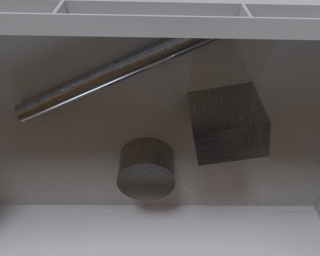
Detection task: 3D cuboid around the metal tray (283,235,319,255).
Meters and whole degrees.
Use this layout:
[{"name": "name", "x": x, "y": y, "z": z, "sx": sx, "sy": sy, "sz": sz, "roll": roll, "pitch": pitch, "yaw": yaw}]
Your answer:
[{"name": "metal tray", "x": 0.308, "y": 0.272, "z": 0.644, "sx": 0.091, "sy": 0.030, "sz": 0.129, "roll": -6, "pitch": 130, "yaw": 4}]

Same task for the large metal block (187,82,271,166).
[{"name": "large metal block", "x": 0.079, "y": -0.006, "z": 0.369, "sx": 0.080, "sy": 0.080, "sz": 0.050, "roll": -9, "pitch": 130, "yaw": 7}]

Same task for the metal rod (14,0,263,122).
[{"name": "metal rod", "x": -0.038, "y": -0.069, "z": 0.349, "sx": 0.301, "sy": 0.025, "sz": 0.025, "roll": -20, "pitch": 128, "yaw": 16}]

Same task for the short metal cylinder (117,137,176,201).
[{"name": "short metal cylinder", "x": -0.019, "y": 0.060, "z": 0.443, "sx": 0.081, "sy": 0.050, "sz": 0.079, "roll": 0, "pitch": 130, "yaw": 0}]
